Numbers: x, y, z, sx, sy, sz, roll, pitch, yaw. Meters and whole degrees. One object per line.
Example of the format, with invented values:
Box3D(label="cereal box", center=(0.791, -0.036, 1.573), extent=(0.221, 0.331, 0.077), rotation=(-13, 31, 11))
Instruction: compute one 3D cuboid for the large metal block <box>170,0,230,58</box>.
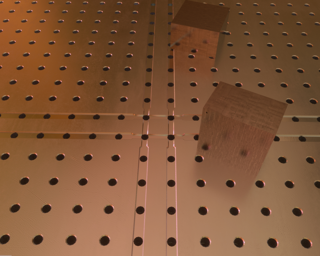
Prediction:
Box3D(label="large metal block", center=(0.069, -0.173, 0.537), extent=(0.080, 0.050, 0.080), rotation=(16, 52, 13))

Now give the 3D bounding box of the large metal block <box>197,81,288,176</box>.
Box3D(label="large metal block", center=(0.095, 0.001, 0.372), extent=(0.080, 0.080, 0.050), rotation=(23, 54, 18))
